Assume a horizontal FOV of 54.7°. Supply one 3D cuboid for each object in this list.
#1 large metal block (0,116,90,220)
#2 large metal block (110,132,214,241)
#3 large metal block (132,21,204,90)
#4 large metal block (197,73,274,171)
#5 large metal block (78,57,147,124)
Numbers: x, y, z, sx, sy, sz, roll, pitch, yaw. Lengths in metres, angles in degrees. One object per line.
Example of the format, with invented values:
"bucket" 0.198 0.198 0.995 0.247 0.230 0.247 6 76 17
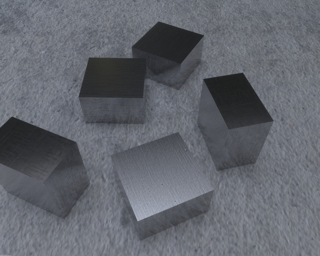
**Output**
"large metal block" -0.129 0.044 0.329 0.080 0.080 0.050 20 53 15
"large metal block" 0.000 0.061 0.336 0.081 0.050 0.080 -19 53 -15
"large metal block" 0.013 -0.115 0.484 0.080 0.050 0.080 23 54 18
"large metal block" 0.085 -0.007 0.375 0.050 0.080 0.080 -10 51 -9
"large metal block" -0.061 -0.052 0.430 0.081 0.050 0.080 1 50 0
